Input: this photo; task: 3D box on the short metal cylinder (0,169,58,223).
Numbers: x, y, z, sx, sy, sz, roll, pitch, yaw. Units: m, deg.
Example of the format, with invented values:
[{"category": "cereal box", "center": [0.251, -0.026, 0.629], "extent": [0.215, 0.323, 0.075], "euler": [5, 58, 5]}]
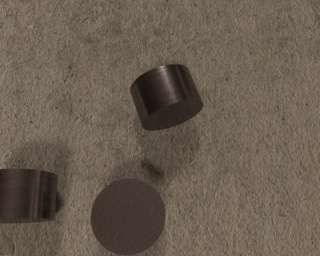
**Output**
[{"category": "short metal cylinder", "center": [-0.159, 0.079, 0.348], "extent": [0.081, 0.080, 0.050], "euler": [-3, 70, -1]}]

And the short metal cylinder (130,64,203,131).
[{"category": "short metal cylinder", "center": [0.008, -0.037, 0.392], "extent": [0.081, 0.080, 0.050], "euler": [-18, 71, -7]}]

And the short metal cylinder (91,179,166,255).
[{"category": "short metal cylinder", "center": [-0.034, 0.102, 0.357], "extent": [0.081, 0.050, 0.080], "euler": [0, 70, 0]}]
